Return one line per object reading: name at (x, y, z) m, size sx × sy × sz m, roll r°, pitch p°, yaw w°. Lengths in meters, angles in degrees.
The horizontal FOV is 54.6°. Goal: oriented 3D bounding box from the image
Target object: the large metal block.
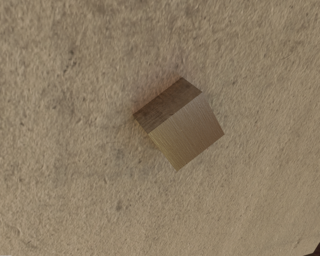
large metal block at (0.025, -0.004, 0.401) m, size 0.080 × 0.050 × 0.080 m, roll -38°, pitch 129°, yaw -3°
